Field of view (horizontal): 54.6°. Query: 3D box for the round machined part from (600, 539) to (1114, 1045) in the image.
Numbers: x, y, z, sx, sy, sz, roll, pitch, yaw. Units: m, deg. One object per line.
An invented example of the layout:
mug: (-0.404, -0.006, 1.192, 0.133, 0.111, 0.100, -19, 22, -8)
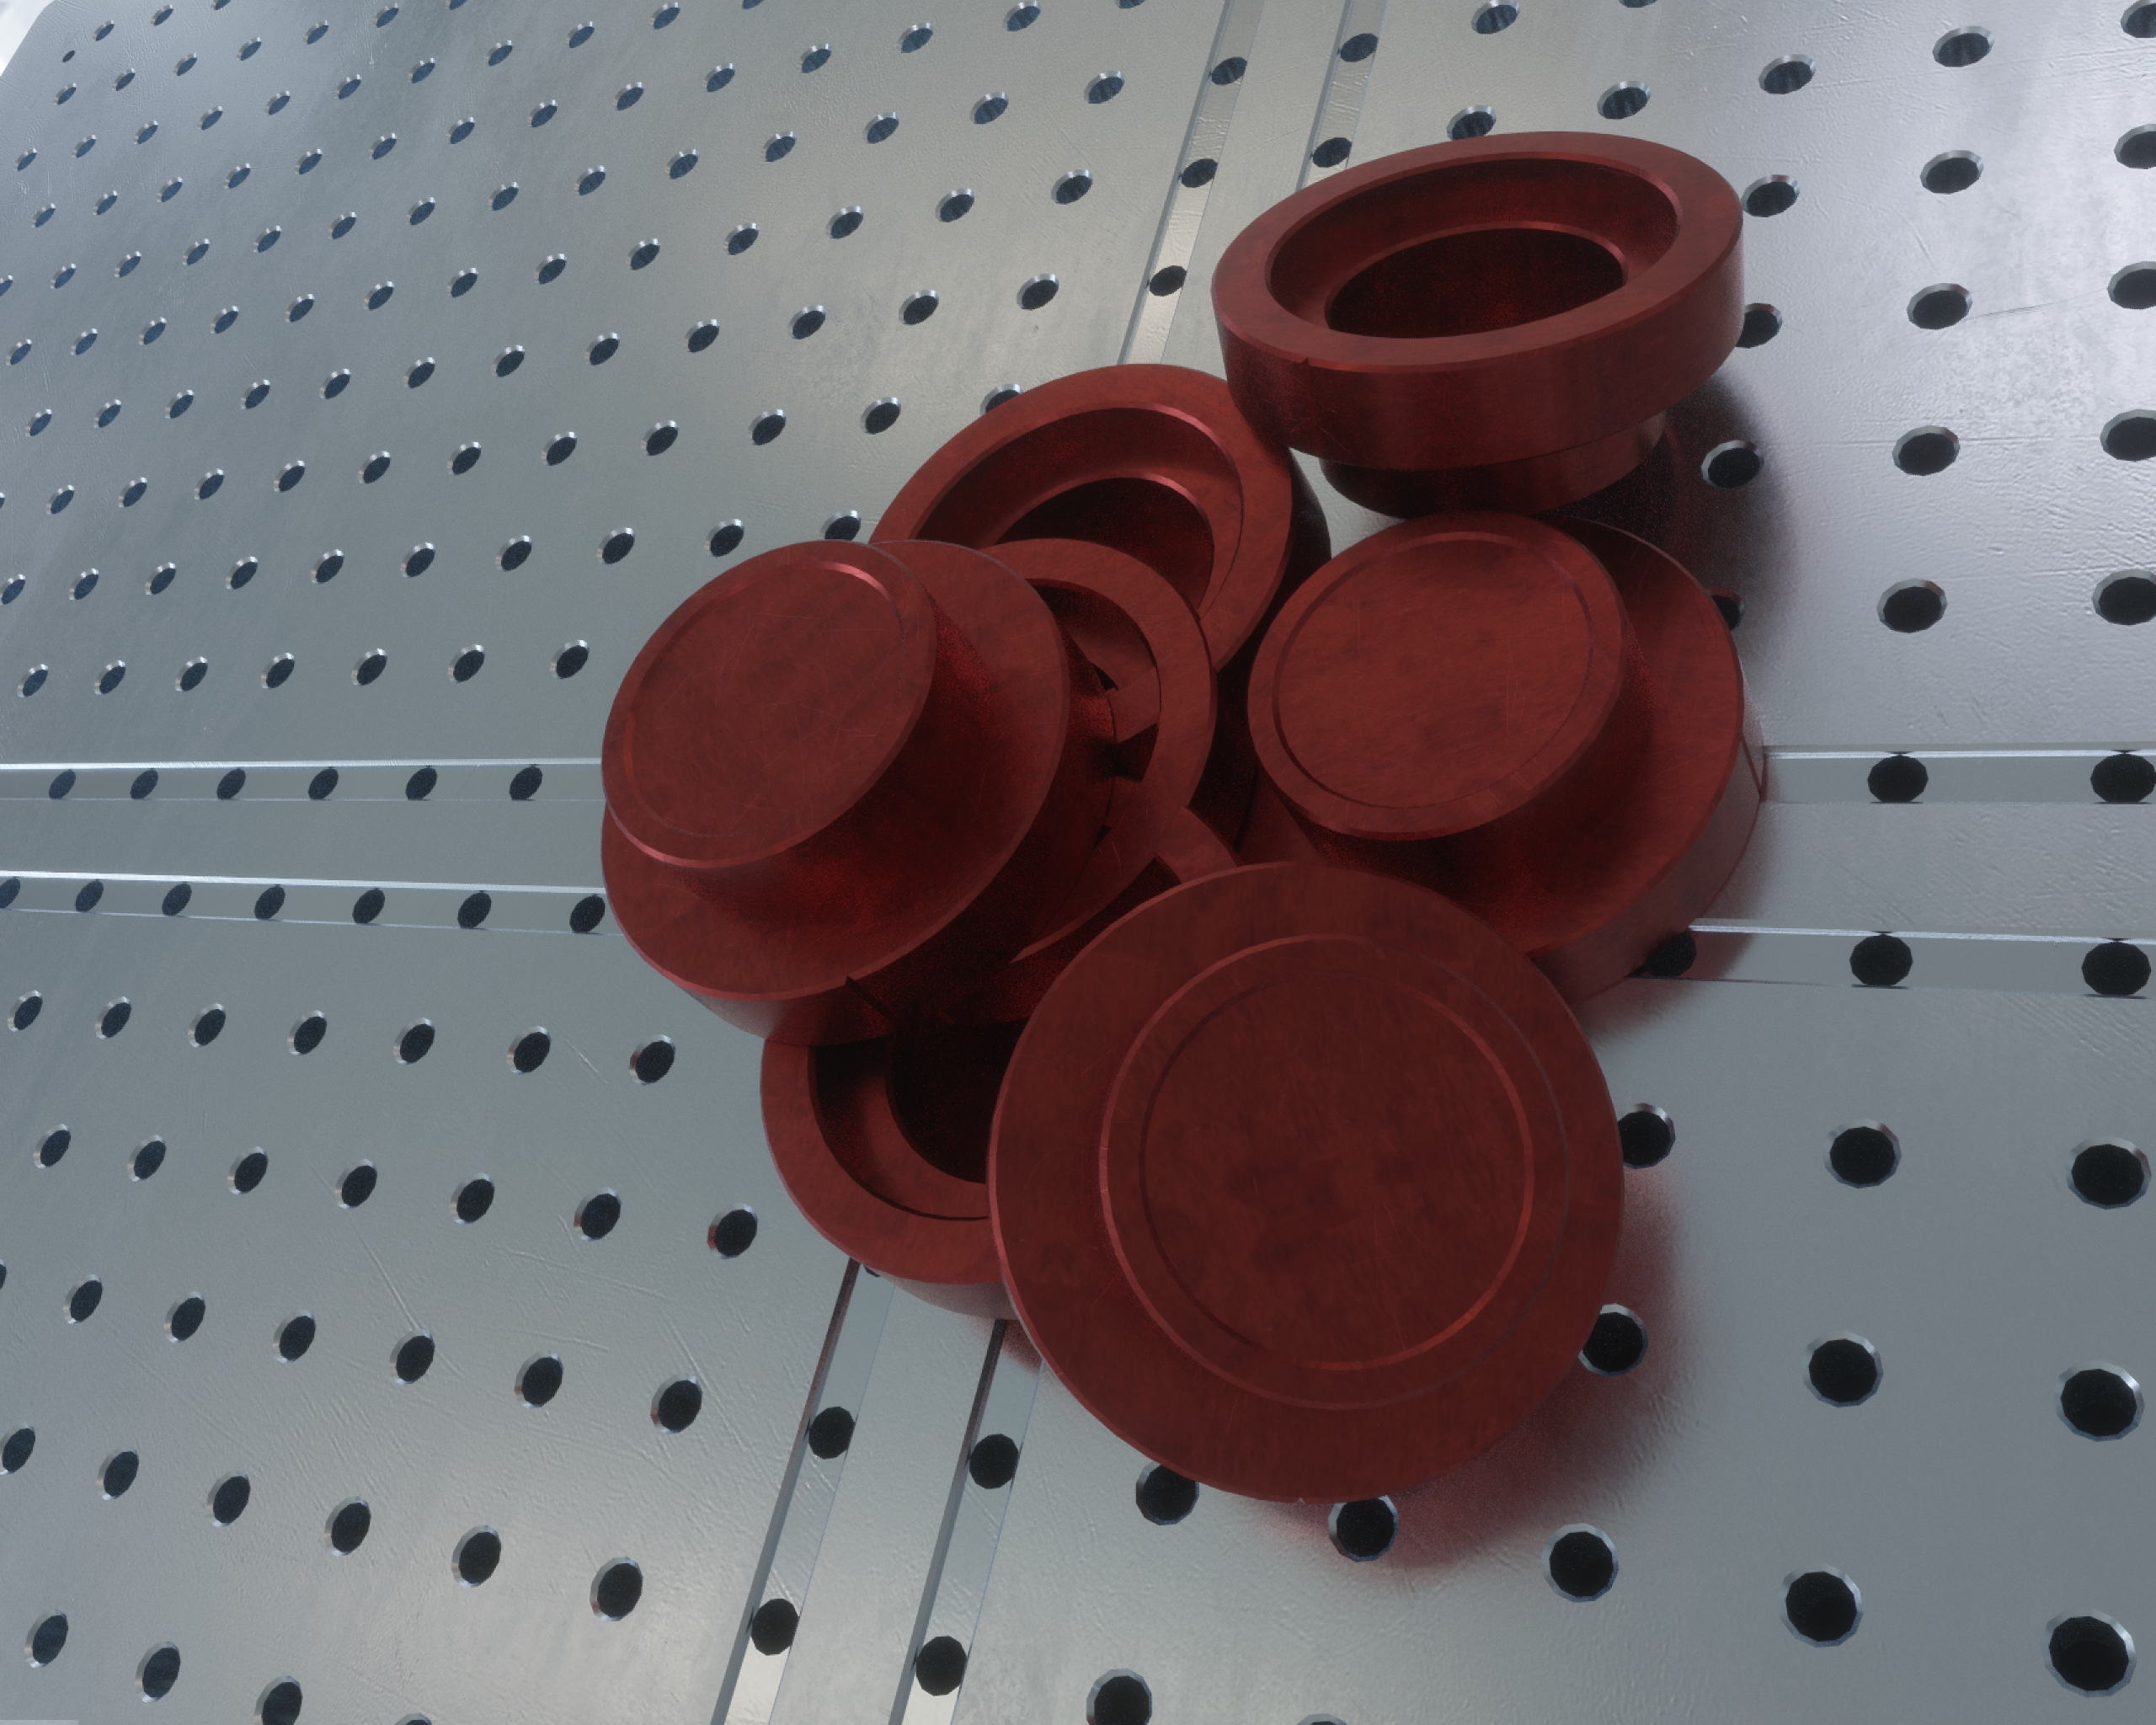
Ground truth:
round machined part: (-0.047, -0.019, 0.380, 0.098, 0.042, 0.098, -13, 56, 21)

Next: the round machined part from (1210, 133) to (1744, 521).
round machined part: (0.078, -0.101, 0.405, 0.098, 0.042, 0.098, -9, 39, 8)

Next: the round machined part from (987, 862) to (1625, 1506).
round machined part: (0.036, 0.047, 0.319, 0.099, 0.042, 0.098, 1, 79, -4)

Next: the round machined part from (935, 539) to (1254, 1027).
round machined part: (-0.011, -0.012, 0.411, 0.098, 0.042, 0.098, -13, 56, 21)

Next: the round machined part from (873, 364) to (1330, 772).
round machined part: (0.005, -0.050, 0.426, 0.098, 0.042, 0.098, -13, 56, 21)

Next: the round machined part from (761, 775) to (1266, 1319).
round machined part: (-0.004, 0.036, 0.379, 0.098, 0.042, 0.098, -13, 56, 21)

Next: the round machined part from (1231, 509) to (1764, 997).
round machined part: (0.069, -0.024, 0.376, 0.098, 0.042, 0.098, -13, 56, 21)
